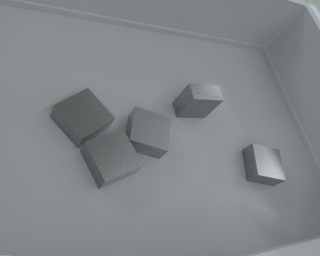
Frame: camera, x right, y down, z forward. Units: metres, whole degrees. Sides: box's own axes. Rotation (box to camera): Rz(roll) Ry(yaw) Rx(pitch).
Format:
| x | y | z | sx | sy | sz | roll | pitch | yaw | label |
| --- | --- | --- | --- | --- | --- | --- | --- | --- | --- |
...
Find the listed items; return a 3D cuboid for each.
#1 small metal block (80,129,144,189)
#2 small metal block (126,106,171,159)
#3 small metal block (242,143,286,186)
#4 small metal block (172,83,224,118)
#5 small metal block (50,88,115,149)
| x | y | z | sx | sy | sz | roll | pitch | yaw | label |
| --- | --- | --- | --- | --- | --- | --- | --- | --- | --- |
| -0.056 | 0.035 | 0.356 | 0.050 | 0.025 | 0.050 | -20 | 72 | -36 | small metal block |
| -0.016 | 0.006 | 0.395 | 0.050 | 0.025 | 0.050 | 18 | 55 | -18 | small metal block |
| 0.153 | 0.054 | 0.457 | 0.050 | 0.025 | 0.050 | 14 | 56 | -21 | small metal block |
| 0.054 | -0.038 | 0.443 | 0.050 | 0.050 | 0.025 | 0 | 62 | -29 | small metal block |
| -0.091 | -0.012 | 0.365 | 0.050 | 0.025 | 0.050 | 48 | 51 | 5 | small metal block |
